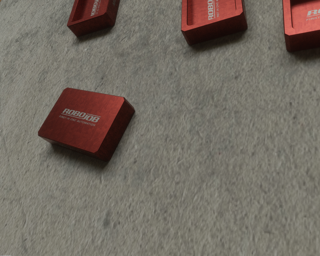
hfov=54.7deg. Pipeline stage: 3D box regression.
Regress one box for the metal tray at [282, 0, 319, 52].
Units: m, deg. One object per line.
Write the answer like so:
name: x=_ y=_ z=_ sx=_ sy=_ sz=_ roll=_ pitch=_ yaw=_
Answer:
metal tray: x=0.220 y=-0.146 z=0.374 sx=0.130 sy=0.030 sz=0.090 roll=-5 pitch=59 yaw=25

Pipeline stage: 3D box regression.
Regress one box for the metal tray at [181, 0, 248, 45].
metal tray: x=0.081 y=-0.194 z=0.476 sx=0.090 sy=0.030 sz=0.130 roll=-10 pitch=57 yaw=22

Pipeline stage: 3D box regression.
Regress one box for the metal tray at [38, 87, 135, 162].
metal tray: x=-0.112 y=-0.009 z=0.463 sx=0.130 sy=0.030 sz=0.090 roll=13 pitch=68 yaw=33

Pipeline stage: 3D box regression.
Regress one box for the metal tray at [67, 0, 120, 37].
metal tray: x=-0.127 y=-0.248 z=0.616 sx=0.090 sy=0.030 sz=0.130 roll=-9 pitch=58 yaw=23
